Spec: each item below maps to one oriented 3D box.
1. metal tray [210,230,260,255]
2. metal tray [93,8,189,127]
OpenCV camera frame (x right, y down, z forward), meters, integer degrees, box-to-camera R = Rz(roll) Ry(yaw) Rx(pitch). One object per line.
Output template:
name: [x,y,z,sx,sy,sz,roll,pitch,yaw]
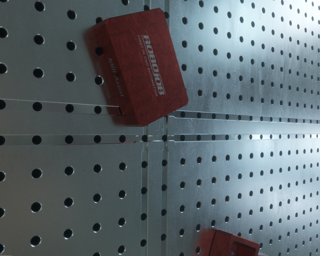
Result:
metal tray: [0.113,0.242,0.503,0.090,0.030,0.130,31,71,-36]
metal tray: [-0.019,-0.076,0.391,0.091,0.030,0.129,-28,108,-37]
